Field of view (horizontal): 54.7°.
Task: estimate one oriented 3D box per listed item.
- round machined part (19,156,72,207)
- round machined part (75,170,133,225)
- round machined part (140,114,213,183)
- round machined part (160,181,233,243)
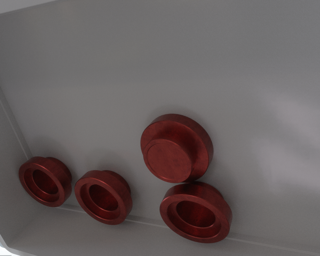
[{"bbox_3d":[-0.200,0.091,0.558,0.098,0.042,0.097,12,123,19],"label":"round machined part"},{"bbox_3d":[-0.088,0.109,0.511,0.098,0.042,0.097,13,124,21],"label":"round machined part"},{"bbox_3d":[0.017,0.034,0.410,0.098,0.042,0.097,13,124,21],"label":"round machined part"},{"bbox_3d":[0.053,0.113,0.435,0.098,0.042,0.097,13,130,17],"label":"round machined part"}]
